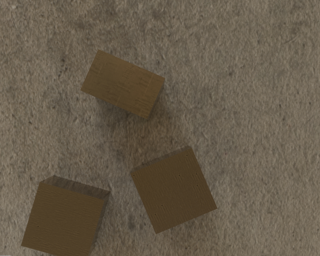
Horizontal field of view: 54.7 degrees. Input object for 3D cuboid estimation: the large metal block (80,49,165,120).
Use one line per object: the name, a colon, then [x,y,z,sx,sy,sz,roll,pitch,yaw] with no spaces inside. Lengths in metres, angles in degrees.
large metal block: [-0.041,-0.049,0.382,0.080,0.080,0.050,23,90,-1]

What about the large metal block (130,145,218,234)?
large metal block: [0.017,0.076,0.398,0.080,0.050,0.080,-23,90,-1]

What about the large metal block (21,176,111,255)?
large metal block: [-0.117,0.114,0.396,0.080,0.050,0.080,16,90,-1]
